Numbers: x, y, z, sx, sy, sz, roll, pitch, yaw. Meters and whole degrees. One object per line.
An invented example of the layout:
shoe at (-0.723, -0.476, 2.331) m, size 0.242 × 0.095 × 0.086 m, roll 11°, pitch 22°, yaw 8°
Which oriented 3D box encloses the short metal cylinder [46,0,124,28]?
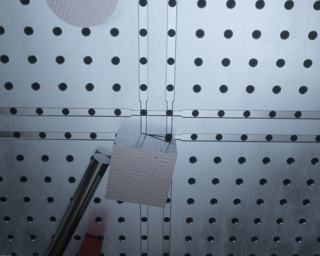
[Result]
short metal cylinder at (-0.081, -0.154, 0.342) m, size 0.081 × 0.050 × 0.079 m, roll 0°, pitch 110°, yaw 0°

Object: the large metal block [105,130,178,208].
large metal block at (-0.025, 0.055, 0.420) m, size 0.081 × 0.050 × 0.079 m, roll 10°, pitch 110°, yaw -4°

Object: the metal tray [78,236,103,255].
metal tray at (-0.126, 0.243, 0.467) m, size 0.030 × 0.090 × 0.129 m, roll 20°, pitch 109°, yaw -7°

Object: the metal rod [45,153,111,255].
metal rod at (-0.148, 0.167, 0.473) m, size 0.025 × 0.025 × 0.298 m, roll 26°, pitch 108°, yaw -9°
